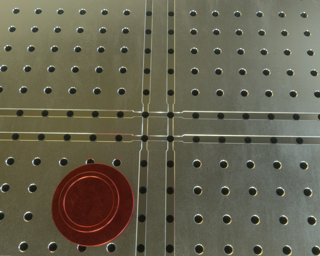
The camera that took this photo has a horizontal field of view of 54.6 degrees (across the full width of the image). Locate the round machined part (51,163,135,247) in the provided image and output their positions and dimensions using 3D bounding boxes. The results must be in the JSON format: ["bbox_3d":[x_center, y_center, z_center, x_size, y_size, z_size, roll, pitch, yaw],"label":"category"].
[{"bbox_3d":[-0.080,0.089,0.370,0.099,0.042,0.098,0,70,0],"label":"round machined part"}]
